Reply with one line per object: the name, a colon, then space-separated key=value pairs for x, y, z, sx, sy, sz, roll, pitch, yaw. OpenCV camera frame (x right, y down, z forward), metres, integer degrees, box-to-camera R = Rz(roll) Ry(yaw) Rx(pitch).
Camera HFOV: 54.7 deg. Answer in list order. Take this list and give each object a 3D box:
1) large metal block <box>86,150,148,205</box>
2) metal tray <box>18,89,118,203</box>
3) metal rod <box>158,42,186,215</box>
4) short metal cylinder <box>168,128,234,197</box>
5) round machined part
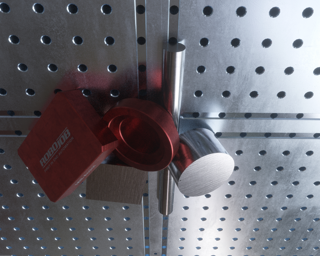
large metal block: x=-0.061 y=0.063 z=0.448 sx=0.081 sy=0.050 sz=0.079 roll=8 pitch=130 yaw=-7
metal tray: x=-0.122 y=0.025 z=0.396 sx=0.129 sy=0.030 sz=0.090 roll=-44 pitch=80 yaw=30
metal rod: x=0.013 y=0.025 z=0.434 sx=0.025 sy=0.025 sz=0.298 roll=1 pitch=130 yaw=-1
short metal cylinder: x=0.052 y=0.047 z=0.418 sx=0.081 sy=0.050 sz=0.079 roll=-14 pitch=132 yaw=-15
round machined part: x=-0.020 y=0.004 z=0.387 sx=0.098 sy=0.042 sz=0.097 roll=16 pitch=132 yaw=19
